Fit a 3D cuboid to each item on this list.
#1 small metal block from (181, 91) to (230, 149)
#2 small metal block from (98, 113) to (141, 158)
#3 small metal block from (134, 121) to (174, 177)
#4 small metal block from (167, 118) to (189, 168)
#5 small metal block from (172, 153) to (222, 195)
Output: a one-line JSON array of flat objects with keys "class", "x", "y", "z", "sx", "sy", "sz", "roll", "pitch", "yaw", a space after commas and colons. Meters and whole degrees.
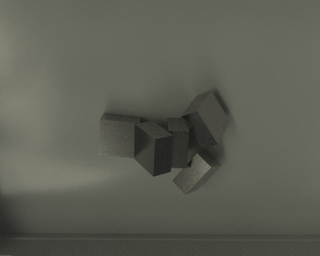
[{"class": "small metal block", "x": 0.059, "y": -0.011, "z": 0.390, "sx": 0.025, "sy": 0.050, "sz": 0.050, "roll": -19, "pitch": 113, "yaw": 41}, {"class": "small metal block", "x": -0.054, "y": 0.010, "z": 0.412, "sx": 0.050, "sy": 0.025, "sz": 0.050, "roll": 6, "pitch": 110, "yaw": -3}, {"class": "small metal block", "x": -0.009, "y": 0.025, "z": 0.386, "sx": 0.025, "sy": 0.050, "sz": 0.050, "roll": -11, "pitch": 117, "yaw": -30}, {"class": "small metal block", "x": 0.022, "y": 0.018, "z": 0.404, "sx": 0.025, "sy": 0.050, "sz": 0.050, "roll": 1, "pitch": 110, "yaw": -1}, {"class": "small metal block", "x": 0.051, "y": 0.060, "z": 0.416, "sx": 0.025, "sy": 0.050, "sz": 0.050, "roll": 46, "pitch": 106, "yaw": 21}]
